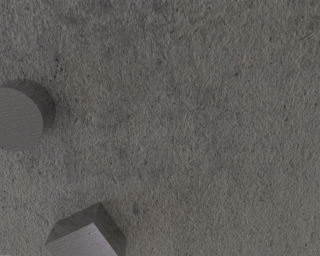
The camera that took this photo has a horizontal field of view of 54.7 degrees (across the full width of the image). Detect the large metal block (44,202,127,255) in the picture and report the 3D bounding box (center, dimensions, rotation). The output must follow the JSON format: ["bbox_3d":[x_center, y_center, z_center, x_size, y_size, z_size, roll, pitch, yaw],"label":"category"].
[{"bbox_3d":[-0.106,0.169,0.458,0.080,0.050,0.080,-27,108,9],"label":"large metal block"}]

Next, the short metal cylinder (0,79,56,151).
[{"bbox_3d":[-0.179,-0.017,0.388,0.081,0.050,0.079,0,110,0],"label":"short metal cylinder"}]
